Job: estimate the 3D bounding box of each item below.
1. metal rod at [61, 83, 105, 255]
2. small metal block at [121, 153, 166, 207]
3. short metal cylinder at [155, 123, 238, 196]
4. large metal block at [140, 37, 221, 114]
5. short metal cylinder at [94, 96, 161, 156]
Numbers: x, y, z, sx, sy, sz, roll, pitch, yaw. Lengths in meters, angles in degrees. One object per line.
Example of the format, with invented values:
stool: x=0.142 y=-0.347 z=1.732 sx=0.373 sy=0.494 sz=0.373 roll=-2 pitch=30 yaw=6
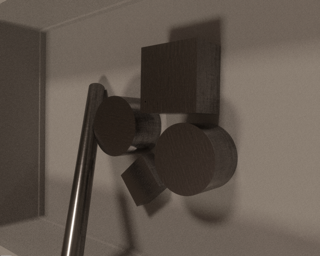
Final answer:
metal rod: x=-0.100 y=0.062 z=0.407 sx=0.025 sy=0.025 sz=0.299 roll=-28 pitch=47 yaw=36
small metal block: x=-0.020 y=0.070 z=0.421 sx=0.050 sy=0.025 sz=0.050 roll=-46 pitch=63 yaw=30
short metal cylinder: x=0.041 y=0.034 z=0.356 sx=0.080 sy=0.050 sz=0.079 roll=0 pitch=90 yaw=39
large metal block: x=0.024 y=-0.057 z=0.369 sx=0.080 sy=0.050 sz=0.079 roll=2 pitch=91 yaw=39
short metal cylinder: x=-0.045 y=-0.003 z=0.426 sx=0.080 sy=0.050 sz=0.079 roll=0 pitch=90 yaw=39
